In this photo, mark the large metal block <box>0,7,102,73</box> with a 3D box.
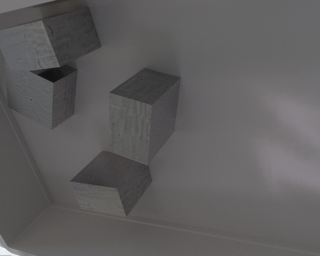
[{"bbox_3d":[-0.133,-0.107,0.377,0.080,0.080,0.050,0,118,28],"label":"large metal block"}]

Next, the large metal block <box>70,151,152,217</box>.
[{"bbox_3d":[-0.069,0.079,0.459,0.080,0.080,0.050,2,119,27],"label":"large metal block"}]

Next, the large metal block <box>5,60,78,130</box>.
[{"bbox_3d":[-0.171,-0.056,0.448,0.080,0.050,0.079,26,128,12],"label":"large metal block"}]

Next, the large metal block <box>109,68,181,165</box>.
[{"bbox_3d":[-0.017,-0.016,0.372,0.050,0.080,0.079,18,125,18],"label":"large metal block"}]
